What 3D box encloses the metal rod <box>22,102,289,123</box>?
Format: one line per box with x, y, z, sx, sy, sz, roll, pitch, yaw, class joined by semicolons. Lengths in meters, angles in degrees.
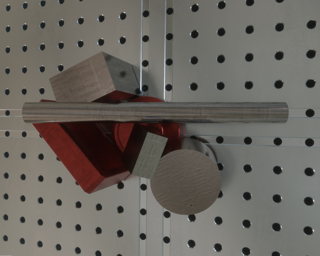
-0.005;-0.018;0.363;0.302;0.025;0.025;0;90;0;metal rod

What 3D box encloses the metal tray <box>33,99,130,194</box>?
-0.102;0.021;0.412;0.030;0.090;0.130;-45;76;14;metal tray

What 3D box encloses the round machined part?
-0.021;0.006;0.413;0.098;0.042;0.097;0;90;19;round machined part

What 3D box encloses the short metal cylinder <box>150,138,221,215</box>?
0.031;0.057;0.375;0.080;0.050;0.079;1;102;4;short metal cylinder

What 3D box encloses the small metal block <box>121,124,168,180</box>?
-0.020;0.025;0.359;0.025;0.050;0.050;19;96;-24;small metal block

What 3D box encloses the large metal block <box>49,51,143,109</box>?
-0.081;-0.053;0.409;0.080;0.080;0.050;-22;83;18;large metal block
